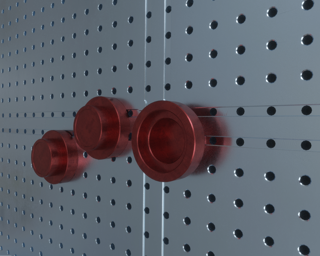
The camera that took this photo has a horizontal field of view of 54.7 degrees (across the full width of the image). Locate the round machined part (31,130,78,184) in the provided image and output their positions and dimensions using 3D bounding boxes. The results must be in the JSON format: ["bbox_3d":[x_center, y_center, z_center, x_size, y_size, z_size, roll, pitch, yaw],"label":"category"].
[{"bbox_3d":[-0.194,0.052,0.555,0.098,0.042,0.097,0,90,39],"label":"round machined part"}]

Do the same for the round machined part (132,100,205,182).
[{"bbox_3d":[0.014,0.016,0.385,0.098,0.042,0.097,0,90,39],"label":"round machined part"}]

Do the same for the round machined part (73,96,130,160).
[{"bbox_3d":[-0.095,0.000,0.474,0.098,0.042,0.097,0,90,39],"label":"round machined part"}]
